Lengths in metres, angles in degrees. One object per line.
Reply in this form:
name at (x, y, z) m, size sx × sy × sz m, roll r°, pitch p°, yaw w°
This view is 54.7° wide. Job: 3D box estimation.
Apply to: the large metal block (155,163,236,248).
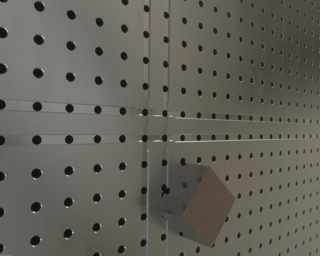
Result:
large metal block at (0.053, 0.108, 0.440) m, size 0.080 × 0.050 × 0.080 m, roll 50°, pitch 60°, yaw -29°
